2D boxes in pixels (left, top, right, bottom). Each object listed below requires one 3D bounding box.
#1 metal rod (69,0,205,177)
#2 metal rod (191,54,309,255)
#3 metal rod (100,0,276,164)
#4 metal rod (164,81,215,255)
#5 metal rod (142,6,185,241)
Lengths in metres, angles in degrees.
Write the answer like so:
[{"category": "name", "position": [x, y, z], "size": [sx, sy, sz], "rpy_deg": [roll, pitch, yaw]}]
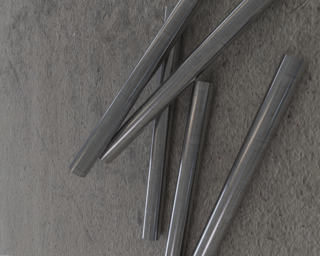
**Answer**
[{"category": "metal rod", "position": [-0.021, -0.066, 0.375], "size": [0.025, 0.025, 0.299], "rpy_deg": [40, 100, 32]}, {"category": "metal rod", "position": [0.081, 0.068, 0.338], "size": [0.025, 0.025, 0.298], "rpy_deg": [32, 110, 35]}, {"category": "metal rod", "position": [0.025, -0.058, 0.358], "size": [0.299, 0.025, 0.025], "rpy_deg": [-44, 63, 22]}, {"category": "metal rod", "position": [0.028, 0.092, 0.381], "size": [0.025, 0.025, 0.298], "rpy_deg": [15, 100, 39]}, {"category": "metal rod", "position": [0.003, -0.002, 0.402], "size": [0.025, 0.025, 0.298], "rpy_deg": [10, 96, 39]}]
